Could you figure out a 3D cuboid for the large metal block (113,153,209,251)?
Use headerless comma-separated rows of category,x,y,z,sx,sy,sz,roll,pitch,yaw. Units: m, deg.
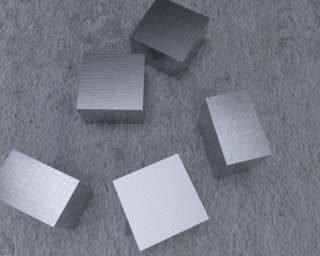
large metal block,0.000,0.087,0.363,0.080,0.050,0.080,-22,72,-8

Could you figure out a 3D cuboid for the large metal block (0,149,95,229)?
large metal block,-0.129,0.073,0.351,0.080,0.080,0.050,24,72,8

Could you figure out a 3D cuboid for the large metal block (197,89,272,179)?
large metal block,0.085,0.010,0.376,0.050,0.080,0.080,-13,71,-5

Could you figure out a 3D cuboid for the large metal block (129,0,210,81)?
large metal block,0.013,-0.128,0.442,0.080,0.050,0.080,28,72,9

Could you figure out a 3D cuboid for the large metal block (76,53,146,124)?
large metal block,-0.061,-0.052,0.413,0.081,0.050,0.080,1,70,0
